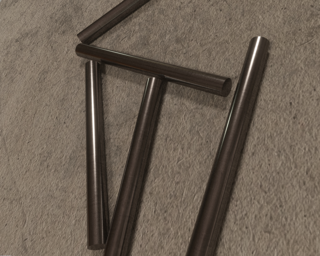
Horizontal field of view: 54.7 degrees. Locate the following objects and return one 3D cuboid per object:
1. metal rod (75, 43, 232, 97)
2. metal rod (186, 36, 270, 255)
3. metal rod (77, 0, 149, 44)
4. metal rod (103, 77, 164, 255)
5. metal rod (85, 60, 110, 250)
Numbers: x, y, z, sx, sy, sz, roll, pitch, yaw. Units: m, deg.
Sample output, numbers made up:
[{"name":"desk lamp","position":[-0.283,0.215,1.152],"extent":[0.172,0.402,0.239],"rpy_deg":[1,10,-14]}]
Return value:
[{"name":"metal rod","position":[-0.030,-0.096,0.476],"extent":[0.300,0.025,0.025],"rpy_deg":[22,73,35]},{"name":"metal rod","position":[0.079,0.020,0.349],"extent":[0.025,0.025,0.300],"rpy_deg":[8,65,31]},{"name":"metal rod","position":[-0.024,-0.248,0.566],"extent":[0.300,0.025,0.025],"rpy_deg":[-34,52,5]},{"name":"metal rod","position":[-0.035,0.066,0.379],"extent":[0.025,0.025,0.299],"rpy_deg":[-2,60,27]},{"name":"metal rod","position":[-0.093,0.016,0.440],"extent":[0.025,0.025,0.299],"rpy_deg":[-21,54,15]}]
